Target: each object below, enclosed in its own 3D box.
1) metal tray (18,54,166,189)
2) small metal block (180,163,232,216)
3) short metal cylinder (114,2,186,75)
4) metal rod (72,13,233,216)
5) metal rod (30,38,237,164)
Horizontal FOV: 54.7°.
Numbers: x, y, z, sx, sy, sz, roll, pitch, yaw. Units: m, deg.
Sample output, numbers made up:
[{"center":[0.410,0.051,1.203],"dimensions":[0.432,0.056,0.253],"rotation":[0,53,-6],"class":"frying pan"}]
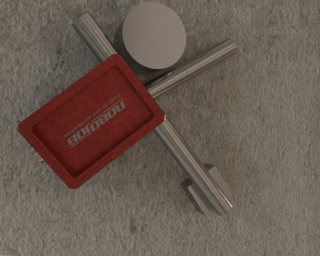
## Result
[{"center":[-0.071,-0.008,0.341],"dimensions":[0.130,0.030,0.090],"rotation":[-38,102,-4],"class":"metal tray"},{"center":[0.065,0.086,0.435],"dimensions":[0.050,0.025,0.050],"rotation":[-35,102,-17],"class":"small metal block"},{"center":[-0.014,-0.110,0.392],"dimensions":[0.081,0.050,0.079],"rotation":[0,90,-21],"class":"short metal cylinder"},{"center":[-0.001,-0.007,0.385],"dimensions":[0.025,0.025,0.300],"rotation":[-41,103,-16],"class":"metal rod"},{"center":[-0.020,-0.044,0.404],"dimensions":[0.302,0.025,0.025],"rotation":[-31,101,-18],"class":"metal rod"}]
